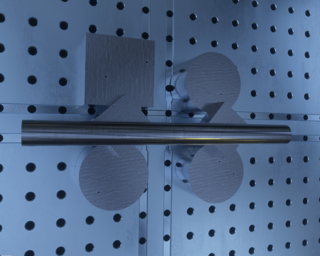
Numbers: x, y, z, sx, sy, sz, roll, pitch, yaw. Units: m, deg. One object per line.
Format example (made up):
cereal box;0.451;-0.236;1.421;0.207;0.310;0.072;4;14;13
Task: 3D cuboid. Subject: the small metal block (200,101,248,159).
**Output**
small metal block;0.077;0.003;0.388;0.050;0.025;0.050;42;77;-15

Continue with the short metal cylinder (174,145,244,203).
short metal cylinder;0.066;0.057;0.424;0.081;0.050;0.080;0;90;-20

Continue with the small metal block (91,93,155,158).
small metal block;-0.043;-0.003;0.344;0.050;0.025;0.050;-42;103;-15

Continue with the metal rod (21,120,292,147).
metal rod;0.015;0.006;0.338;0.302;0.025;0.025;1;90;-20

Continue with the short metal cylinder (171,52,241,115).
short metal cylinder;0.061;-0.058;0.422;0.081;0.050;0.080;0;90;-20

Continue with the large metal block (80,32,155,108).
large metal block;-0.053;-0.065;0.379;0.081;0.050;0.080;1;90;-20

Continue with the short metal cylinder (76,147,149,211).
short metal cylinder;-0.060;0.054;0.376;0.081;0.050;0.080;0;90;-20
